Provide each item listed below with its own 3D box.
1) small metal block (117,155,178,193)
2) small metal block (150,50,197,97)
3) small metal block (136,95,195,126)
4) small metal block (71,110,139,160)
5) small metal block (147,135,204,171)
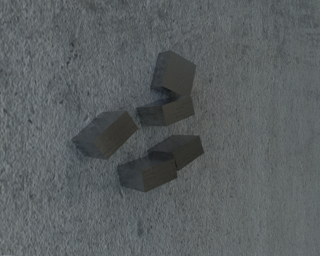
[{"bbox_3d":[-0.016,0.053,0.375,0.050,0.050,0.025,-17,101,-39],"label":"small metal block"},{"bbox_3d":[0.019,-0.070,0.420,0.050,0.025,0.050,20,77,-38],"label":"small metal block"},{"bbox_3d":[0.007,-0.022,0.394,0.050,0.050,0.025,-23,105,-38],"label":"small metal block"},{"bbox_3d":[-0.060,0.007,0.338,0.050,0.050,0.025,-47,118,-30],"label":"small metal block"},{"bbox_3d":[0.020,0.031,0.405,0.050,0.050,0.025,-29,108,-37],"label":"small metal block"}]
